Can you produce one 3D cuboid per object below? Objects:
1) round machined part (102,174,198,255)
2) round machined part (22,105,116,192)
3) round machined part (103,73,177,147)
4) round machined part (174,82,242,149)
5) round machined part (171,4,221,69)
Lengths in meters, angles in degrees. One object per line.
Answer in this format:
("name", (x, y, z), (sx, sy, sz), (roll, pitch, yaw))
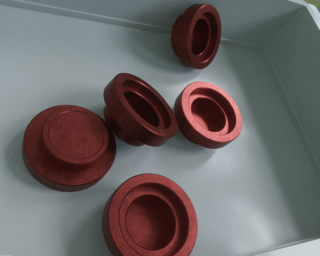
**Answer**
("round machined part", (-0.013, 0.101, 0.327), (0.099, 0.042, 0.098), (14, 56, -21))
("round machined part", (-0.094, 0.016, 0.335), (0.099, 0.042, 0.098), (14, 56, -21))
("round machined part", (-0.029, -0.017, 0.375), (0.098, 0.042, 0.098), (36, 28, -23))
("round machined part", (0.063, -0.014, 0.439), (0.099, 0.042, 0.098), (14, 56, -21))
("round machined part", (0.054, -0.145, 0.491), (0.042, 0.097, 0.099), (20, 41, 35))
